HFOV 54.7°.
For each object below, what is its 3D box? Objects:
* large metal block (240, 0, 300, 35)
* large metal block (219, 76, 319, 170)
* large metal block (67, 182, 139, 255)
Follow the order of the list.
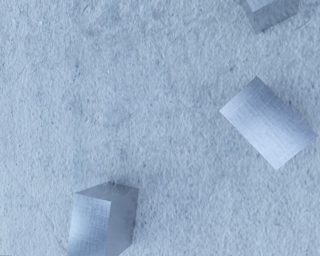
[{"bbox_3d":[0.111,-0.161,0.341,0.050,0.080,0.080,-26,82,18],"label":"large metal block"},{"bbox_3d":[0.117,-0.006,0.338,0.050,0.080,0.080,-45,77,14],"label":"large metal block"},{"bbox_3d":[-0.071,0.121,0.404,0.050,0.080,0.079,8,93,19],"label":"large metal block"}]
